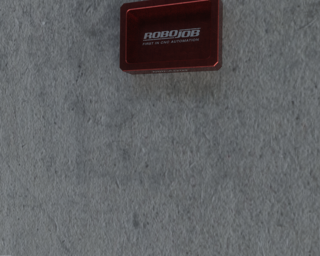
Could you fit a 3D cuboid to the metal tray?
[{"bbox_3d":[0.013,-0.119,0.401,0.130,0.030,0.090,1,90,20],"label":"metal tray"}]
